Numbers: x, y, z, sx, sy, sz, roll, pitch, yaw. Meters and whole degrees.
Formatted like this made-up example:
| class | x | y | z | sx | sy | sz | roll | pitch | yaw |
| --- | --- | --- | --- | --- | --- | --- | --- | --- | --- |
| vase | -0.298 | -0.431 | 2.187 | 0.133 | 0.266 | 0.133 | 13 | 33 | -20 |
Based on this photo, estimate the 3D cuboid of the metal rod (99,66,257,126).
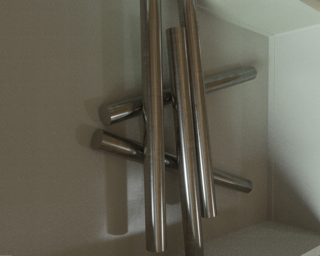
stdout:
| class | x | y | z | sx | sy | sz | roll | pitch | yaw |
| --- | --- | --- | --- | --- | --- | --- | --- | --- | --- |
| metal rod | 0.048 | -0.055 | 0.448 | 0.302 | 0.025 | 0.025 | -20 | 103 | -38 |

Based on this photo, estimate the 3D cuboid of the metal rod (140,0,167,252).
| class | x | y | z | sx | sy | sz | roll | pitch | yaw |
| --- | --- | --- | --- | --- | --- | --- | --- | --- | --- |
| metal rod | -0.008 | -0.005 | 0.367 | 0.025 | 0.025 | 0.298 | -2 | 92 | -40 |

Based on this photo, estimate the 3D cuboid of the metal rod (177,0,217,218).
| class | x | y | z | sx | sy | sz | roll | pitch | yaw |
| --- | --- | --- | --- | --- | --- | --- | --- | --- | --- |
| metal rod | 0.051 | -0.027 | 0.417 | 0.025 | 0.025 | 0.298 | -11 | 97 | -40 |

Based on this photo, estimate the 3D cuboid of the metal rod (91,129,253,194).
| class | x | y | z | sx | sy | sz | roll | pitch | yaw |
| --- | --- | --- | --- | --- | --- | --- | --- | --- | --- |
| metal rod | 0.039 | 0.057 | 0.441 | 0.302 | 0.025 | 0.025 | 22 | 76 | -38 |

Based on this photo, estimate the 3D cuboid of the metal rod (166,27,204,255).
| class | x | y | z | sx | sy | sz | roll | pitch | yaw |
| --- | --- | --- | --- | --- | --- | --- | --- | --- | --- |
| metal rod | 0.033 | 0.024 | 0.402 | 0.025 | 0.025 | 0.298 | -9 | 96 | -40 |
